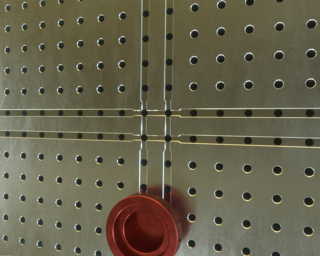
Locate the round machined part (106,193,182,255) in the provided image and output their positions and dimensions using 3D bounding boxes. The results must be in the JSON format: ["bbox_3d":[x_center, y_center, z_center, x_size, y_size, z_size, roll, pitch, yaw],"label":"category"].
[{"bbox_3d":[-0.018,0.134,0.409,0.098,0.042,0.097,0,90,19],"label":"round machined part"}]
